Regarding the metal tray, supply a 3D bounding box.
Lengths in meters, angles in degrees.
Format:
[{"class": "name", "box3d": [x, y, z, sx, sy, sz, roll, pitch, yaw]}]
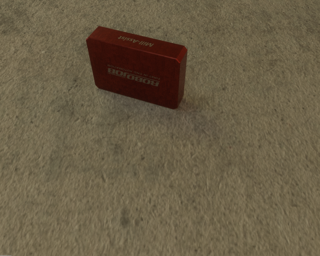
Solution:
[{"class": "metal tray", "box3d": [-0.031, -0.082, 0.429, 0.130, 0.089, 0.030, 17, 52, 13]}]
